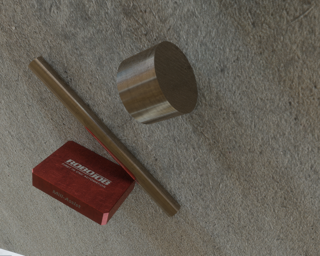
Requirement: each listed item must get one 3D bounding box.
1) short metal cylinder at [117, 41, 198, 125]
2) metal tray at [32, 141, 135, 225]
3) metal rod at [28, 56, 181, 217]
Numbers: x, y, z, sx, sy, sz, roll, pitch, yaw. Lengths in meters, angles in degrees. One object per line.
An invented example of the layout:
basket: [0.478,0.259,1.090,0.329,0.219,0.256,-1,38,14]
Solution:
short metal cylinder: [-0.001,-0.048,0.342,0.050,0.080,0.080,-16,110,34]
metal tray: [-0.114,0.079,0.473,0.130,0.090,0.030,26,128,12]
metal rod: [-0.078,0.016,0.457,0.300,0.025,0.025,48,129,-6]
